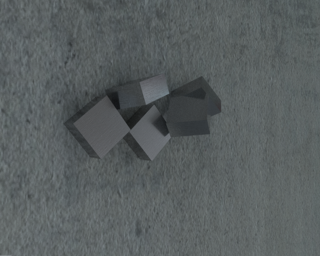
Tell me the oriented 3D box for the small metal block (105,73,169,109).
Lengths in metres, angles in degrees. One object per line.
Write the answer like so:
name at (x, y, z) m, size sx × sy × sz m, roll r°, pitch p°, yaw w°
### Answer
small metal block at (-0.026, -0.042, 0.361) m, size 0.050 × 0.050 × 0.025 m, roll -32°, pitch 111°, yaw -53°

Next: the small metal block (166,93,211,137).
small metal block at (0.038, -0.017, 0.397) m, size 0.050 × 0.050 × 0.025 m, roll -79°, pitch 158°, yaw -44°

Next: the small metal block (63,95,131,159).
small metal block at (-0.069, -0.001, 0.348) m, size 0.050 × 0.025 × 0.050 m, roll -47°, pitch 118°, yaw -30°

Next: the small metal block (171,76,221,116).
small metal block at (0.050, -0.037, 0.429) m, size 0.050 × 0.050 × 0.025 m, roll 46°, pitch 36°, yaw -31°

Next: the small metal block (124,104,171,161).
small metal block at (-0.017, 0.006, 0.393) m, size 0.050 × 0.025 × 0.050 m, roll -50°, pitch 120°, yaw -28°
